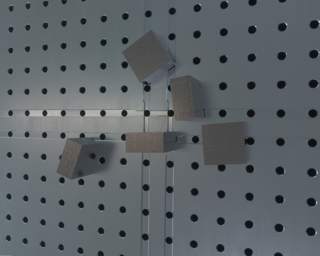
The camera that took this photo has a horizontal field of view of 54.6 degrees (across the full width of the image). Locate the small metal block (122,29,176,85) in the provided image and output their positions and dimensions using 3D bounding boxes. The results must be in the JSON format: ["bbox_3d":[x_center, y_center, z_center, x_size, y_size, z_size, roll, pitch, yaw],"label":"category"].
[{"bbox_3d":[-0.015,-0.094,0.418,0.050,0.025,0.050,-33,79,17],"label":"small metal block"}]

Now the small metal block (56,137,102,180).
[{"bbox_3d":[-0.114,0.042,0.440,0.025,0.050,0.050,21,97,19],"label":"small metal block"}]

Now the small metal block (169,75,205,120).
[{"bbox_3d":[0.035,-0.036,0.387,0.025,0.050,0.050,-9,87,20],"label":"small metal block"}]

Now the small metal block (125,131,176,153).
[{"bbox_3d":[-0.011,0.018,0.404,0.050,0.050,0.025,-1,90,20],"label":"small metal block"}]

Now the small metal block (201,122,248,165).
[{"bbox_3d":[0.081,0.019,0.384,0.050,0.025,0.050,-5,88,20],"label":"small metal block"}]
